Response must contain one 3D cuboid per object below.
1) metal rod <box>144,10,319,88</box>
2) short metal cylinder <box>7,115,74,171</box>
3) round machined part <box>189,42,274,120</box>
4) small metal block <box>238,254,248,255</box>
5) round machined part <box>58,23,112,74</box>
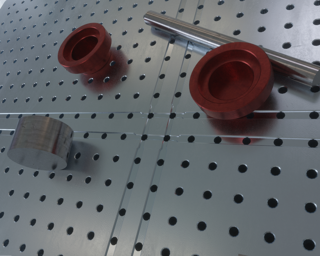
[{"bbox_3d":[0.081,-0.123,0.441,0.300,0.025,0.025,34,81,38],"label":"metal rod"},{"bbox_3d":[-0.170,0.024,0.448,0.080,0.080,0.050,-9,58,23],"label":"short metal cylinder"},{"bbox_3d":[0.089,-0.053,0.380,0.098,0.042,0.098,-14,58,24],"label":"round machined part"},{"bbox_3d":[0.093,0.144,0.271,0.050,0.025,0.050,1,62,28],"label":"small metal block"},{"bbox_3d":[-0.127,-0.134,0.546,0.098,0.042,0.098,-13,56,21],"label":"round machined part"}]
